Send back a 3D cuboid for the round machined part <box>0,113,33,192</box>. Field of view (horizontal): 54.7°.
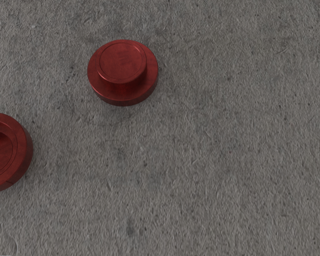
[{"bbox_3d":[-0.207,0.033,0.385,0.099,0.042,0.098,0,70,0],"label":"round machined part"}]

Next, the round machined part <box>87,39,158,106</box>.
[{"bbox_3d":[-0.052,-0.083,0.429,0.099,0.042,0.098,0,70,0],"label":"round machined part"}]
